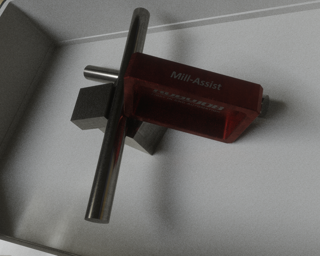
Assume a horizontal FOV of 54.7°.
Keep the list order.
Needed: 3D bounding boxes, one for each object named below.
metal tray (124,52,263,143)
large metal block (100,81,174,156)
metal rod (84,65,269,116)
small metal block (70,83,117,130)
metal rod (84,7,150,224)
[{"bbox_3d":[0.029,-0.027,0.329,0.131,0.090,0.030,15,67,0],"label":"metal tray"},{"bbox_3d":[-0.033,-0.020,0.416,0.080,0.050,0.080,20,72,35],"label":"large metal block"},{"bbox_3d":[0.001,-0.060,0.439,0.300,0.025,0.025,16,70,34],"label":"metal rod"},{"bbox_3d":[-0.081,-0.027,0.397,0.050,0.025,0.050,-6,59,24],"label":"small metal block"},{"bbox_3d":[-0.046,-0.036,0.385,0.025,0.025,0.299,-6,59,25],"label":"metal rod"}]
